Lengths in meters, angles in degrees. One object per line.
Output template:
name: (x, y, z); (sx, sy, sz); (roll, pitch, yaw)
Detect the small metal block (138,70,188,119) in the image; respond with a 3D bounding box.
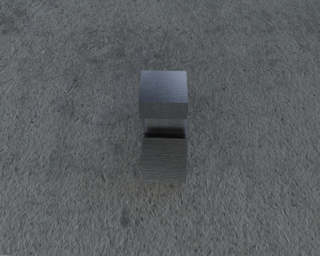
small metal block: (0.004, -0.037, 0.338); (0.050, 0.025, 0.050); (1, 50, 0)

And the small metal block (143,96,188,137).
small metal block: (0.006, -0.013, 0.366); (0.050, 0.050, 0.025); (2, 50, 1)

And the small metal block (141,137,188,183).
small metal block: (0.005, 0.036, 0.358); (0.050, 0.025, 0.050); (2, 91, 1)

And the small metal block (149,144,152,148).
small metal block: (0.006, 0.011, 0.396); (0.050, 0.025, 0.050); (2, 50, 1)

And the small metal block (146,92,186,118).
small metal block: (0.009, -0.032, 0.416); (0.050, 0.025, 0.050); (2, 14, 1)
